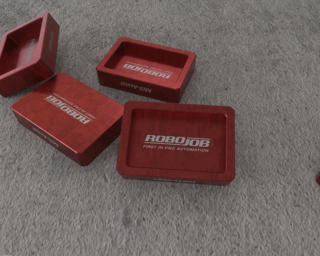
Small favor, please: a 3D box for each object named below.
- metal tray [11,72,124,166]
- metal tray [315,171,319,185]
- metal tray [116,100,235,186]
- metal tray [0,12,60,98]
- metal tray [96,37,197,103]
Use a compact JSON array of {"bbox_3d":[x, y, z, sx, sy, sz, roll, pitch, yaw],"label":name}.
[{"bbox_3d":[-0.118,-0.017,0.413,0.130,0.030,0.090,29,56,22],"label":"metal tray"},{"bbox_3d":[0.248,0.084,0.331,0.091,0.030,0.130,-16,52,-14],"label":"metal tray"},{"bbox_3d":[0.020,0.017,0.365,0.131,0.030,0.090,4,70,3],"label":"metal tray"},{"bbox_3d":[-0.204,-0.115,0.473,0.090,0.030,0.130,-21,49,12],"label":"metal tray"},{"bbox_3d":[-0.019,-0.091,0.476,0.130,0.030,0.090,16,52,13],"label":"metal tray"}]
